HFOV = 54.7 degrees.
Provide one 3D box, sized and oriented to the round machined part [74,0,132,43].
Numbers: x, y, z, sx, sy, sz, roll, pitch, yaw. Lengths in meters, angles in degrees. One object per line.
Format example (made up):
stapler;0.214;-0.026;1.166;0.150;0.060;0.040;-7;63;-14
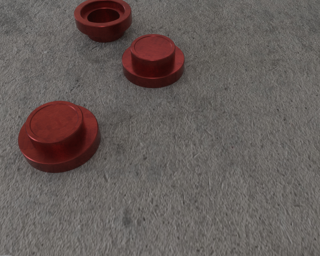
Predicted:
round machined part;-0.098;-0.189;0.550;0.099;0.042;0.098;0;50;0

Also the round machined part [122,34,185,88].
round machined part;-0.010;-0.111;0.485;0.099;0.042;0.098;0;50;0

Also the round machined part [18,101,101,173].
round machined part;-0.127;0.004;0.388;0.099;0.042;0.098;0;50;0
